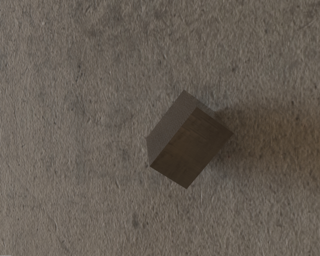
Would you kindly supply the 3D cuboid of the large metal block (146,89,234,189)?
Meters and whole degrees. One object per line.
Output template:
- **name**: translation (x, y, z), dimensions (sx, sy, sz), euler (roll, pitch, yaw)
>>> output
- **large metal block**: translation (0.029, 0.010, 0.362), dimensions (0.050, 0.080, 0.080), euler (34, 103, -16)
